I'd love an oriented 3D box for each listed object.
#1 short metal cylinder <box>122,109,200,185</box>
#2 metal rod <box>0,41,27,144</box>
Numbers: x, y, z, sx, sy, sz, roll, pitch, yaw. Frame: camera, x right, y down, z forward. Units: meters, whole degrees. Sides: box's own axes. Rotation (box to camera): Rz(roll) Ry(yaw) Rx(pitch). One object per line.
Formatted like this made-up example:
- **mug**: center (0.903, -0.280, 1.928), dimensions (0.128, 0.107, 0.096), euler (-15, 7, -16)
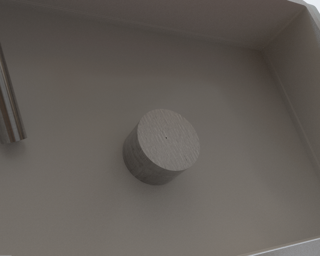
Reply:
- **short metal cylinder**: center (0.001, 0.024, 0.377), dimensions (0.081, 0.050, 0.080), euler (14, 56, -21)
- **metal rod**: center (-0.181, -0.131, 0.297), dimensions (0.025, 0.025, 0.298), euler (-18, 101, -35)
